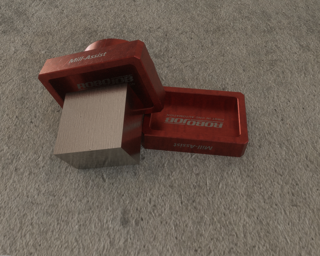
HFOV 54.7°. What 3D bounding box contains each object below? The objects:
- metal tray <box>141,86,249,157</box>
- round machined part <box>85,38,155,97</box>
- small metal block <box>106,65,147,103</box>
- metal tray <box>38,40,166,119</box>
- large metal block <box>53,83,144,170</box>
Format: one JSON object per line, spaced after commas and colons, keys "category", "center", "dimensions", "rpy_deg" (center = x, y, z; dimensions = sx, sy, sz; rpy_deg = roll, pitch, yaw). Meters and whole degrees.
{"category": "metal tray", "center": [0.046, -0.011, 0.411], "dimensions": [0.131, 0.030, 0.090], "rpy_deg": [5, 50, 3]}
{"category": "round machined part", "center": [-0.054, -0.077, 0.407], "dimensions": [0.099, 0.097, 0.042], "rpy_deg": [5, 50, 3]}
{"category": "small metal block", "center": [-0.049, -0.066, 0.460], "dimensions": [0.050, 0.025, 0.050], "rpy_deg": [5, 50, 4]}
{"category": "metal tray", "center": [-0.068, -0.052, 0.383], "dimensions": [0.130, 0.090, 0.030], "rpy_deg": [-7, 49, 18]}
{"category": "large metal block", "center": [-0.068, 0.000, 0.363], "dimensions": [0.080, 0.050, 0.080], "rpy_deg": [-7, 61, 17]}
